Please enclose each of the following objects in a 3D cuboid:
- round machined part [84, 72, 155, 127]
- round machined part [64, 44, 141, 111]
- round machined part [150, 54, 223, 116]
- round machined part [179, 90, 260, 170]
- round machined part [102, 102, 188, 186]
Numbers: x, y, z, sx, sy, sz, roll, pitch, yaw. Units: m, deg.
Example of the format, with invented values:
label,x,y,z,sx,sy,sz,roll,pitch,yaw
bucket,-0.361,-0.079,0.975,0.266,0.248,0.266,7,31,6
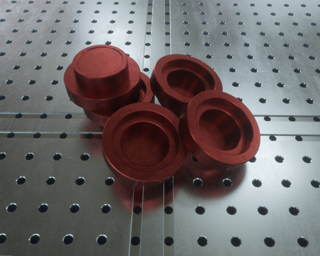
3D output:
label,x,y,z,sx,sy,sz,roll,pitch,yaw
round machined part,-0.056,-0.037,0.426,0.099,0.042,0.098,0,50,0
round machined part,-0.075,-0.071,0.400,0.099,0.042,0.098,0,50,0
round machined part,0.033,-0.055,0.431,0.099,0.042,0.098,11,50,-13
round machined part,0.068,0.006,0.377,0.099,0.042,0.098,11,59,-18
round machined part,-0.019,0.022,0.367,0.099,0.042,0.098,5,64,-9
